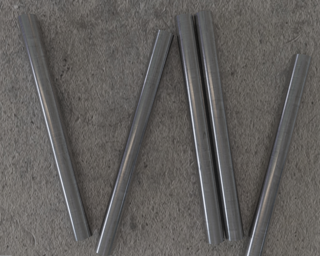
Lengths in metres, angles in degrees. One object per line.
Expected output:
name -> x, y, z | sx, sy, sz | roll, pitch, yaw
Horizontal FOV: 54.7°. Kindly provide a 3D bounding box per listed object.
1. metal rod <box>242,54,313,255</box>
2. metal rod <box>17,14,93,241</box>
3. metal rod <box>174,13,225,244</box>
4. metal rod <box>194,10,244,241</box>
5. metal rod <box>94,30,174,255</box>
metal rod -> 0.152, 0.051, 0.410 | 0.025, 0.025, 0.298 | 14, 90, 0
metal rod -> -0.138, -0.001, 0.408 | 0.025, 0.025, 0.298 | -14, 90, 0
metal rod -> 0.052, 0.001, 0.410 | 0.025, 0.025, 0.298 | -8, 90, 0
metal rod -> 0.078, -0.003, 0.410 | 0.025, 0.025, 0.298 | -8, 90, 0
metal rod -> -0.034, 0.019, 0.409 | 0.025, 0.025, 0.298 | 16, 90, 0
